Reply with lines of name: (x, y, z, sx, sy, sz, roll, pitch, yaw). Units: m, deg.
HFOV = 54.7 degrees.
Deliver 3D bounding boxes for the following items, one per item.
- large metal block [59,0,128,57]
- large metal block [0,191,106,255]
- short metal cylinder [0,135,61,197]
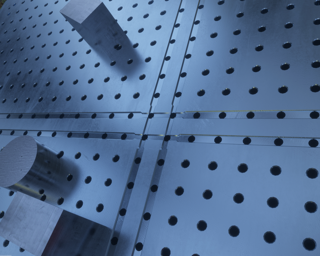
large metal block: (-0.117, -0.183, 0.547, 0.050, 0.080, 0.080, -48, 51, -5)
large metal block: (-0.126, 0.120, 0.366, 0.080, 0.080, 0.050, 9, 67, 32)
short metal cylinder: (-0.197, 0.057, 0.461, 0.080, 0.050, 0.080, -13, 56, 21)
